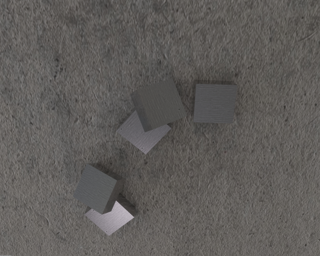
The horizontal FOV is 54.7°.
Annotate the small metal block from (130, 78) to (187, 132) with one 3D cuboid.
[{"bbox_3d":[-0.002,-0.028,0.380,0.050,0.025,0.050,-22,91,-26],"label":"small metal block"}]

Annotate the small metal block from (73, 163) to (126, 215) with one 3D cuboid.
[{"bbox_3d":[-0.083,0.081,0.422,0.050,0.025,0.050,25,94,20],"label":"small metal block"}]

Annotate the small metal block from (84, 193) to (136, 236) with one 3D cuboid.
[{"bbox_3d":[-0.072,0.121,0.454,0.050,0.025,0.050,-39,106,13],"label":"small metal block"}]

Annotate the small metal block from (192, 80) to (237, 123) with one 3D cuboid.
[{"bbox_3d":[0.068,-0.034,0.398,0.050,0.025,0.050,2,110,-1],"label":"small metal block"}]

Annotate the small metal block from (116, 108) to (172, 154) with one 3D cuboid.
[{"bbox_3d":[-0.021,-0.002,0.409,0.050,0.025,0.050,40,105,-14],"label":"small metal block"}]
